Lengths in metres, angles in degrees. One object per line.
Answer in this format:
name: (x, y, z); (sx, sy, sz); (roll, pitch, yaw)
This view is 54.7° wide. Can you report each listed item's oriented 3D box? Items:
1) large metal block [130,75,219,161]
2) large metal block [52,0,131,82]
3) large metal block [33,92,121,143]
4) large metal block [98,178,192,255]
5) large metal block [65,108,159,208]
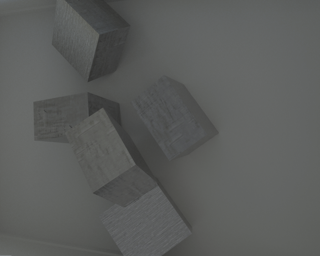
large metal block: (0.021, -0.011, 0.373); (0.050, 0.080, 0.080); (-38, 78, 16)
large metal block: (-0.094, -0.122, 0.409); (0.080, 0.050, 0.080); (46, 139, 14)
large metal block: (-0.108, -0.010, 0.415); (0.080, 0.080, 0.050); (-7, 82, 19)
large metal block: (-0.016, 0.119, 0.391); (0.080, 0.050, 0.080); (-36, 78, -1)
large metal block: (-0.053, 0.036, 0.354); (0.050, 0.080, 0.080); (-34, 61, 0)
